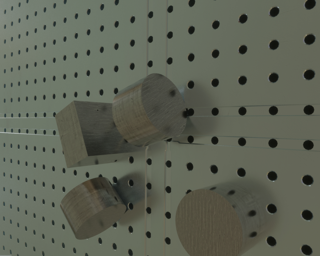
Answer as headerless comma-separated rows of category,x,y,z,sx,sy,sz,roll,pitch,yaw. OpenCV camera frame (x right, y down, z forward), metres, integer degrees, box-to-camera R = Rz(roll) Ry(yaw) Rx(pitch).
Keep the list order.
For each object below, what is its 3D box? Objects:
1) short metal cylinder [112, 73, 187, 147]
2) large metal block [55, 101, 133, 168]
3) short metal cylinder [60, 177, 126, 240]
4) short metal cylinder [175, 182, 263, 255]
short metal cylinder,-0.012,-0.021,0.383,0.050,0.081,0.080,-21,77,38
large metal block,-0.096,0.009,0.453,0.050,0.081,0.080,-29,72,36
short metal cylinder,-0.097,0.117,0.454,0.050,0.081,0.080,51,120,28
short metal cylinder,0.064,0.103,0.340,0.080,0.050,0.079,0,90,40
